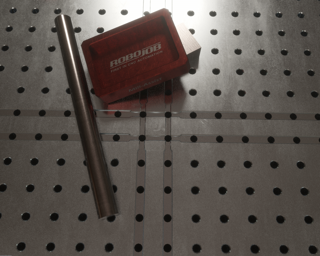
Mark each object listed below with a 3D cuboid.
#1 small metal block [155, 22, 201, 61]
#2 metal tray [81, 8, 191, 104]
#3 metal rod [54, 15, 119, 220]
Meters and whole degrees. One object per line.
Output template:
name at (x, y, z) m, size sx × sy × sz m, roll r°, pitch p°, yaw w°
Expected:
small metal block at (0.025, -0.119, 0.456) m, size 0.050 × 0.025 × 0.050 m, roll -29°, pitch 73°, yaw -10°
metal tray at (-0.034, -0.099, 0.427) m, size 0.131 × 0.030 × 0.090 m, roll -20°, pitch 74°, yaw 6°
metal rod at (-0.104, -0.028, 0.420) m, size 0.025 × 0.025 × 0.299 m, roll -16°, pitch 71°, yaw -6°
